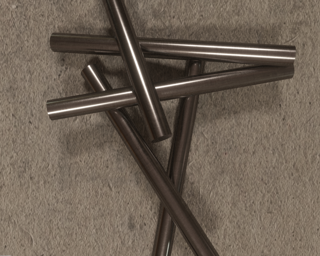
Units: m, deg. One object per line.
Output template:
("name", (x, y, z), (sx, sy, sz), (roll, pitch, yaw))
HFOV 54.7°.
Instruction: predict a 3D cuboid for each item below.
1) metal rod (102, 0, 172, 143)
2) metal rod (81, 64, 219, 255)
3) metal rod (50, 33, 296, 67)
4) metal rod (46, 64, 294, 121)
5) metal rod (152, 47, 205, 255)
("metal rod", (-0.047, -0.125, 0.374), (0.025, 0.025, 0.299), (-19, 76, 0))
("metal rod", (-0.013, 0.047, 0.390), (0.025, 0.025, 0.299), (-33, 83, 0))
("metal rod", (0.010, -0.099, 0.389), (0.302, 0.025, 0.025), (5, 90, 7))
("metal rod", (0.017, -0.048, 0.382), (0.302, 0.025, 0.025), (-10, 90, -5))
("metal rod", (0.025, 0.036, 0.410), (0.025, 0.025, 0.298), (10, 90, -1))
